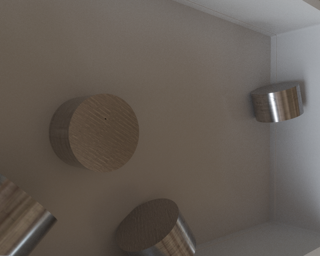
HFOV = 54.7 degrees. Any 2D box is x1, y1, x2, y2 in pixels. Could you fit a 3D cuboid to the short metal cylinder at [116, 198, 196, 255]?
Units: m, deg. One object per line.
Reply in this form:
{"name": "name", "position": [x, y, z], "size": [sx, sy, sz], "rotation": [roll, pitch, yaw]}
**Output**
{"name": "short metal cylinder", "position": [-0.004, 0.130, 0.368], "size": [0.080, 0.080, 0.050], "rotation": [-42, 116, -32]}

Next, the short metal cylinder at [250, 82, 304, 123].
{"name": "short metal cylinder", "position": [0.204, -0.046, 0.541], "size": [0.081, 0.080, 0.050], "rotation": [-25, 106, -37]}

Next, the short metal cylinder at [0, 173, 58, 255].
{"name": "short metal cylinder", "position": [-0.135, 0.074, 0.258], "size": [0.050, 0.080, 0.080], "rotation": [-53, 121, -27]}

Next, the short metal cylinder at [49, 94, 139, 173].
{"name": "short metal cylinder", "position": [-0.070, 0.005, 0.332], "size": [0.081, 0.050, 0.080], "rotation": [0, 90, -40]}
